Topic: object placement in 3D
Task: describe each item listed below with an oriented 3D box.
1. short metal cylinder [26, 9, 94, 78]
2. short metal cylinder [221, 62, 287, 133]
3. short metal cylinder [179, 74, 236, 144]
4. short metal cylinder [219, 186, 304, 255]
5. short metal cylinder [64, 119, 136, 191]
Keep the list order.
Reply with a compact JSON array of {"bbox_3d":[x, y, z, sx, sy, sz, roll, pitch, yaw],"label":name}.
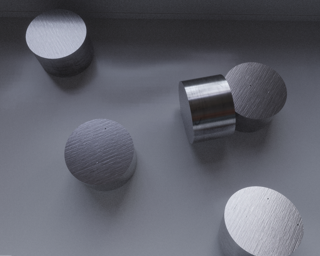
[{"bbox_3d":[-0.139,-0.119,0.439,0.081,0.050,0.080,0,70,0],"label":"short metal cylinder"},{"bbox_3d":[0.119,-0.039,0.411,0.081,0.050,0.080,0,70,0],"label":"short metal cylinder"},{"bbox_3d":[0.057,-0.024,0.389,0.050,0.080,0.080,-11,71,-4],"label":"short metal cylinder"},{"bbox_3d":[0.108,0.112,0.342,0.080,0.050,0.080,0,48,1],"label":"short metal cylinder"},{"bbox_3d":[-0.070,0.035,0.383,0.081,0.050,0.080,0,70,0],"label":"short metal cylinder"}]
